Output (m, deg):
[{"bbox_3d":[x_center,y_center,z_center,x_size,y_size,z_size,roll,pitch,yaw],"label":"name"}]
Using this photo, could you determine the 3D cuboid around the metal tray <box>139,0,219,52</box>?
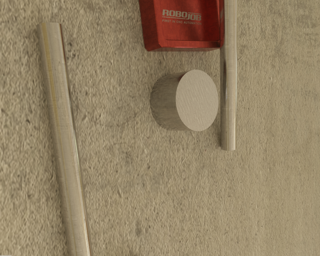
[{"bbox_3d":[0.034,-0.154,0.431,0.131,0.030,0.089,-12,98,-40],"label":"metal tray"}]

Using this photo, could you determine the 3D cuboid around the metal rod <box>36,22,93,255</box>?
[{"bbox_3d":[-0.095,0.044,0.326,0.025,0.025,0.298,-11,97,-40],"label":"metal rod"}]

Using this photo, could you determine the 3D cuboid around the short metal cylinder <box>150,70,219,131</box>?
[{"bbox_3d":[0.034,-0.036,0.419,0.081,0.050,0.079,0,90,-40],"label":"short metal cylinder"}]

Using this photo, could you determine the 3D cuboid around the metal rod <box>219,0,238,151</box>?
[{"bbox_3d":[0.100,-0.108,0.453,0.025,0.025,0.298,-20,115,-39],"label":"metal rod"}]
